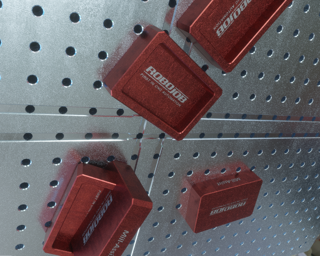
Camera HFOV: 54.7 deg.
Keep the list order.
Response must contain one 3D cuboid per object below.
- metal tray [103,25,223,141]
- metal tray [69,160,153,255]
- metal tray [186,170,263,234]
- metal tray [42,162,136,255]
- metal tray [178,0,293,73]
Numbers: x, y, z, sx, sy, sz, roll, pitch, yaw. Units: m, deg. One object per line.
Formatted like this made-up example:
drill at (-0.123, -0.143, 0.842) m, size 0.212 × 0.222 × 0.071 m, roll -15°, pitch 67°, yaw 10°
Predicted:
metal tray at (0.008, -0.049, 0.383) m, size 0.090 × 0.030 × 0.130 m, roll -50°, pitch 129°, yaw 7°
metal tray at (-0.069, 0.120, 0.404) m, size 0.030 × 0.090 × 0.129 m, roll 23°, pitch 105°, yaw -35°
metal tray at (0.115, 0.131, 0.555) m, size 0.131 × 0.030 × 0.089 m, roll -9°, pitch 122°, yaw -24°
metal tray at (-0.090, 0.118, 0.417) m, size 0.091 × 0.030 × 0.129 m, roll 22°, pitch 108°, yaw -20°
metal tray at (0.094, -0.143, 0.372) m, size 0.130 × 0.030 × 0.090 m, roll -50°, pitch 129°, yaw 7°
